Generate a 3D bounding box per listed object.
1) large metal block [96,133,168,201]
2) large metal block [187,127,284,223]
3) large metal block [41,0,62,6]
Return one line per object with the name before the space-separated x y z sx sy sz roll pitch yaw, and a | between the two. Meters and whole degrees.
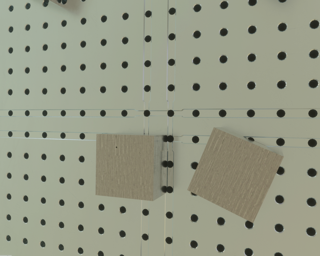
large metal block | -0.037 0.048 0.413 0.080 0.050 0.080 1 90 20
large metal block | 0.090 0.051 0.368 0.080 0.050 0.080 24 98 18
large metal block | -0.186 -0.241 0.466 0.080 0.050 0.080 22 97 18
